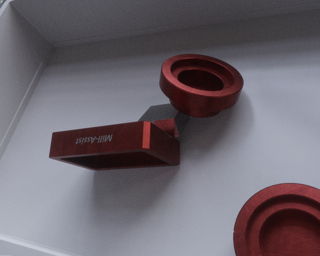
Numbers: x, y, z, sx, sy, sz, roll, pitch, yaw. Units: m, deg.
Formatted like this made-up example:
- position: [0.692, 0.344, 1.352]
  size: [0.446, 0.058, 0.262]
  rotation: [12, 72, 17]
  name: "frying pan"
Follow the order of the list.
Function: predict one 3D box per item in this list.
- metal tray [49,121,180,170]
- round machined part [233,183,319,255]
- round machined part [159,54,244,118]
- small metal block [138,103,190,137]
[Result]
- position: [-0.052, 0.026, 0.371]
  size: [0.130, 0.090, 0.030]
  rotation: [-7, 70, 24]
  name: "metal tray"
- position: [0.118, 0.101, 0.271]
  size: [0.098, 0.042, 0.098]
  rotation: [-13, 56, 20]
  name: "round machined part"
- position: [0.048, -0.049, 0.379]
  size: [0.099, 0.042, 0.098]
  rotation: [6, 40, -5]
  name: "round machined part"
- position: [0.005, -0.010, 0.393]
  size: [0.050, 0.025, 0.050]
  rotation: [-6, 25, 25]
  name: "small metal block"
